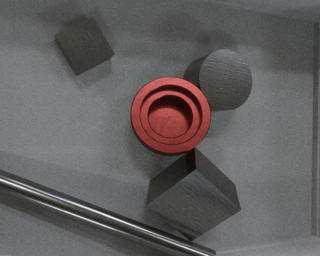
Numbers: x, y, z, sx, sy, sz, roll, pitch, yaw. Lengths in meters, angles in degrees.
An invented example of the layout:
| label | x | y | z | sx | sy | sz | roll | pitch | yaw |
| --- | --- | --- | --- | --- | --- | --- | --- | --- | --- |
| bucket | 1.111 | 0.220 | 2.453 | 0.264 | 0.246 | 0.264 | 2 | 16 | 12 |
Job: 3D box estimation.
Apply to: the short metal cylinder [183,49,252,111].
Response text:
| label | x | y | z | sx | sy | sz | roll | pitch | yaw |
| --- | --- | --- | --- | --- | --- | --- | --- | --- | --- |
| short metal cylinder | 0.078 | -0.063 | 0.428 | 0.081 | 0.050 | 0.079 | 0 | 90 | -21 |

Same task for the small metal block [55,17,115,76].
| label | x | y | z | sx | sy | sz | roll | pitch | yaw |
| --- | --- | --- | --- | --- | --- | --- | --- | --- | --- |
| small metal block | -0.092 | -0.099 | 0.377 | 0.050 | 0.025 | 0.050 | -33 | 101 | -17 |

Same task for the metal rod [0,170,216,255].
| label | x | y | z | sx | sy | sz | roll | pitch | yaw |
| --- | --- | --- | --- | --- | --- | --- | --- | --- | --- |
| metal rod | -0.070 | 0.108 | 0.365 | 0.302 | 0.025 | 0.025 | 24 | 82 | -11 |

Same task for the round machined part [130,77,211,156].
| label | x | y | z | sx | sy | sz | roll | pitch | yaw |
| --- | --- | --- | --- | --- | --- | --- | --- | --- | --- |
| round machined part | 0.012 | -0.012 | 0.396 | 0.099 | 0.042 | 0.098 | 1 | 76 | -4 |

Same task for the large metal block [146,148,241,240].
| label | x | y | z | sx | sy | sz | roll | pitch | yaw |
| --- | --- | --- | --- | --- | --- | --- | --- | --- | --- |
| large metal block | 0.042 | 0.085 | 0.394 | 0.080 | 0.050 | 0.080 | -40 | 108 | 21 |
